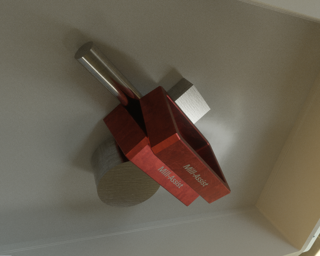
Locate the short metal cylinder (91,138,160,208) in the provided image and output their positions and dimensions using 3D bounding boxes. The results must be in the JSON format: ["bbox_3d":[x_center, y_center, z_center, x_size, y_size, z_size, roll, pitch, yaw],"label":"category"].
[{"bbox_3d":[-0.043,0.055,0.395,0.081,0.050,0.079,-11,129,-14],"label":"short metal cylinder"}]

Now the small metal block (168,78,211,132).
[{"bbox_3d":[0.031,-0.029,0.407,0.050,0.025,0.050,-42,130,0],"label":"small metal block"}]

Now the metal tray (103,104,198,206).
[{"bbox_3d":[-0.006,0.035,0.384,0.030,0.090,0.130,-43,130,1],"label":"metal tray"}]

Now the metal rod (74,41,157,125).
[{"bbox_3d":[0.003,0.002,0.413,0.025,0.025,0.300,-43,130,1],"label":"metal rod"}]

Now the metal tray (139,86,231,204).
[{"bbox_3d":[0.031,0.022,0.364,0.030,0.090,0.130,-32,131,14],"label":"metal tray"}]
